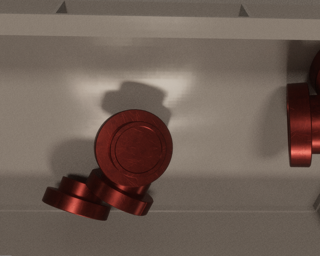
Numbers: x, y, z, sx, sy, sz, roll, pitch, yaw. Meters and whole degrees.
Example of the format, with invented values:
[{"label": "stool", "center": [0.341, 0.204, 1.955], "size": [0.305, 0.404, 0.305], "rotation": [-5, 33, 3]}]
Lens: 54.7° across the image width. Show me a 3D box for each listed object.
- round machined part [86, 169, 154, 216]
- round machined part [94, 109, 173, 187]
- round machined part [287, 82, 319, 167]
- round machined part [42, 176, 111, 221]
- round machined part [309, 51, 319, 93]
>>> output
[{"label": "round machined part", "center": [-0.052, 0.081, 0.442], "size": [0.098, 0.098, 0.042], "rotation": [29, 89, -23]}, {"label": "round machined part", "center": [-0.030, 0.025, 0.384], "size": [0.099, 0.042, 0.097], "rotation": [0, 91, -16]}, {"label": "round machined part", "center": [0.171, -0.004, 0.356], "size": [0.042, 0.098, 0.098], "rotation": [-2, 132, 21]}, {"label": "round machined part", "center": [-0.119, 0.102, 0.462], "size": [0.098, 0.042, 0.098], "rotation": [17, 167, 4]}, {"label": "round machined part", "center": [0.226, -0.061, 0.348], "size": [0.099, 0.042, 0.097], "rotation": [1, 130, 1]}]
